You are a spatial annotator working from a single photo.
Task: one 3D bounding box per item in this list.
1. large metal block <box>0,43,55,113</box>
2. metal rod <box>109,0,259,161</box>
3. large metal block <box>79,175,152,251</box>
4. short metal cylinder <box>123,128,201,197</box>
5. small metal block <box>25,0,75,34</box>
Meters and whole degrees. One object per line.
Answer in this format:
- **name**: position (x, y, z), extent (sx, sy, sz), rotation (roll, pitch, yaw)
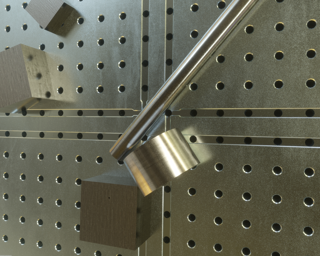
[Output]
- **large metal block**: position (-0.217, -0.072, 0.474), extent (0.080, 0.050, 0.080), rotation (-15, 85, 19)
- **metal rod**: position (0.034, -0.073, 0.399), extent (0.025, 0.025, 0.299), rotation (44, 103, 14)
- **large metal block**: position (-0.059, 0.110, 0.419), extent (0.080, 0.050, 0.079), rotation (2, 91, 19)
- **short metal cylinder**: position (0.002, 0.042, 0.382), extent (0.080, 0.080, 0.050), rotation (-35, 79, 16)
- **small metal block**: position (-0.168, -0.181, 0.470), extent (0.050, 0.025, 0.050), rotation (46, 104, 14)
